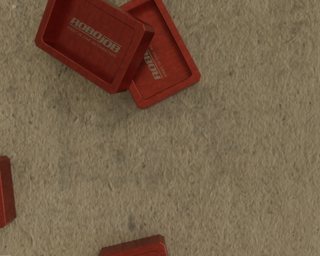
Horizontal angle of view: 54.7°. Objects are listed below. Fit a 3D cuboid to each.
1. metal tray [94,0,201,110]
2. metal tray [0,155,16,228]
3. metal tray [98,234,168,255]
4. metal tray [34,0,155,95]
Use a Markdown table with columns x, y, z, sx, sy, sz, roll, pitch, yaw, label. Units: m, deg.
| x | y | z | sx | sy | sz | roll | pitch | yaw | label |
| --- | --- | --- | --- | --- | --- | --- | --- | --- | --- |
| -0.015 | -0.100 | 0.407 | 0.090 | 0.030 | 0.130 | -27 | 90 | -1 | metal tray |
| -0.264 | 0.088 | 0.403 | 0.131 | 0.030 | 0.089 | -6 | 90 | -1 | metal tray |
| -0.024 | 0.217 | 0.407 | 0.091 | 0.030 | 0.129 | -13 | 90 | -1 | metal tray |
| -0.082 | -0.111 | 0.377 | 0.130 | 0.030 | 0.089 | 33 | 111 | 12 | metal tray |
